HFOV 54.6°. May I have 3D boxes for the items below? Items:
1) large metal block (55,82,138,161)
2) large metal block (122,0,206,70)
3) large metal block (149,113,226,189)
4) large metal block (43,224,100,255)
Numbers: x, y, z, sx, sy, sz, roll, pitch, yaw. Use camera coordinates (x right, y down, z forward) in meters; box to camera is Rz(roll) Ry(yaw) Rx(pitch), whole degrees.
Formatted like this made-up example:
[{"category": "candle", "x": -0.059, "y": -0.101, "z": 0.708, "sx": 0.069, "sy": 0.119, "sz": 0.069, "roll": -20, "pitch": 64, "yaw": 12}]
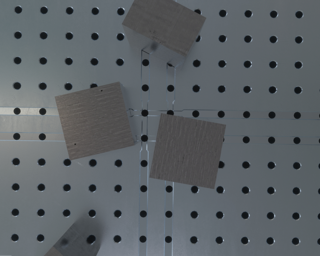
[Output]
[{"category": "large metal block", "x": -0.079, "y": -0.009, "z": 0.400, "sx": 0.080, "sy": 0.050, "sz": 0.080, "roll": -13, "pitch": 90, "yaw": 0}, {"category": "large metal block", "x": 0.005, "y": -0.120, "z": 0.386, "sx": 0.080, "sy": 0.080, "sz": 0.050, "roll": 28, "pitch": 90, "yaw": 0}, {"category": "large metal block", "x": 0.034, "y": 0.028, "z": 0.401, "sx": 0.080, "sy": 0.050, "sz": 0.080, "roll": 10, "pitch": 90, "yaw": 0}, {"category": "large metal block", "x": -0.128, "y": 0.178, "z": 0.385, "sx": 0.050, "sy": 0.080, "sz": 0.080, "roll": 43, "pitch": 90, "yaw": 0}]
